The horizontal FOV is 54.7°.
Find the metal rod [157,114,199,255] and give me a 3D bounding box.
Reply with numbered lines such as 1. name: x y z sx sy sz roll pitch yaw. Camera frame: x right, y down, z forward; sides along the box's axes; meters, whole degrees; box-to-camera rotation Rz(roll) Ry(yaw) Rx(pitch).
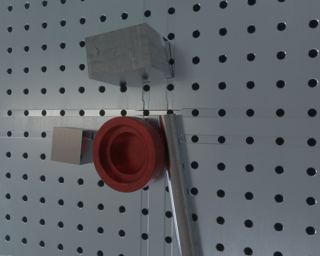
1. metal rod: 0.032 0.130 0.401 0.025 0.025 0.298 -10 87 19

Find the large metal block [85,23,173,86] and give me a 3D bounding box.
1. large metal block: -0.037 -0.089 0.396 0.080 0.080 0.050 -7 88 20

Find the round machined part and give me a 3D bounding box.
1. round machined part: -0.038 0.033 0.412 0.098 0.042 0.097 1 92 28

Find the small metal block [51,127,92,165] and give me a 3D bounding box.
1. small metal block: -0.131 0.025 0.459 0.050 0.025 0.050 6 92 19
